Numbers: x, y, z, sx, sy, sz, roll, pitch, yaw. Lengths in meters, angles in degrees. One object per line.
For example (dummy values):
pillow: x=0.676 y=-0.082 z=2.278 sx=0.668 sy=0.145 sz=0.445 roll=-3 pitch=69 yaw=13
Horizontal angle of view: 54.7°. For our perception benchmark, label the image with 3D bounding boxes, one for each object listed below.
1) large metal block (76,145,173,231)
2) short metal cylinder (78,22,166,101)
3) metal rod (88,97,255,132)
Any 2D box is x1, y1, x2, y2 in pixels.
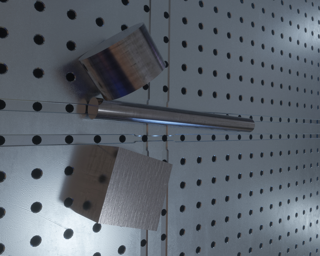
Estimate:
large metal block: x=-0.039 y=0.070 z=0.362 sx=0.080 sy=0.050 sz=0.080 roll=23 pitch=76 yaw=-38
short metal cylinder: x=-0.041 y=-0.073 z=0.341 sx=0.080 sy=0.080 sz=0.050 roll=-45 pitch=118 yaw=-31
metal rod: x=0.040 y=-0.013 z=0.444 sx=0.302 sy=0.025 sz=0.025 roll=4 pitch=87 yaw=-40
